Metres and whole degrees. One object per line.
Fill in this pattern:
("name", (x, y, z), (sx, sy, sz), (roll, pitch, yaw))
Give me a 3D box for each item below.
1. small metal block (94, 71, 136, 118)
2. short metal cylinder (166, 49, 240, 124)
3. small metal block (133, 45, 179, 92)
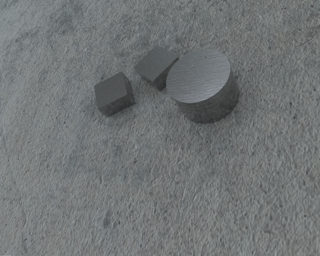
("small metal block", (-0.069, -0.051, 0.470), (0.050, 0.025, 0.050), (-25, 53, 12))
("short metal cylinder", (0.055, -0.052, 0.390), (0.080, 0.050, 0.080), (-13, 56, 20))
("small metal block", (-0.002, -0.089, 0.458), (0.050, 0.025, 0.050), (-45, 51, -4))
